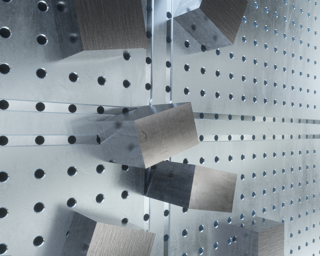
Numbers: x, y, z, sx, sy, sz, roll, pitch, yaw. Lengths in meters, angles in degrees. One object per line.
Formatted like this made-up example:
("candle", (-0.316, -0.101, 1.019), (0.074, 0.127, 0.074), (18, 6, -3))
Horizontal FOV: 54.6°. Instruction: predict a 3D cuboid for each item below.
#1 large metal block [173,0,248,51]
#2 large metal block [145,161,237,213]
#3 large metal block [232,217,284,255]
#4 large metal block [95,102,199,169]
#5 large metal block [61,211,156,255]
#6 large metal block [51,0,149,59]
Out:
("large metal block", (0.076, -0.174, 0.455), (0.080, 0.050, 0.080), (33, 70, -35))
("large metal block", (0.041, 0.075, 0.407), (0.080, 0.080, 0.050), (17, 79, -39))
("large metal block", (0.170, 0.205, 0.534), (0.081, 0.050, 0.080), (2, 89, -40))
("large metal block", (-0.015, 0.005, 0.360), (0.081, 0.080, 0.050), (-21, 103, -38))
("large metal block", (-0.060, 0.144, 0.342), (0.080, 0.050, 0.080), (26, 74, -37))
("large metal block", (-0.065, -0.121, 0.337), (0.081, 0.050, 0.080), (-15, 100, -39))
